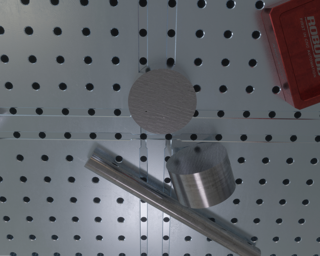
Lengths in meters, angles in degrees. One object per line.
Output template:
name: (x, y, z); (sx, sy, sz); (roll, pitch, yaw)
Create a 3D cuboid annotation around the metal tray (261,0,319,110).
metal tray: (0.188, -0.098, 0.376); (0.090, 0.030, 0.129); (-21, 109, 7)

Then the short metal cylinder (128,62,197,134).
short metal cylinder: (0.003, -0.038, 0.386); (0.081, 0.050, 0.079); (0, 110, 0)

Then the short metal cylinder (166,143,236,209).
short metal cylinder: (0.054, 0.060, 0.407); (0.080, 0.080, 0.050); (-17, 109, 6)

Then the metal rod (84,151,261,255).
metal rod: (0.026, 0.122, 0.458); (0.301, 0.025, 0.025); (33, 107, -12)
